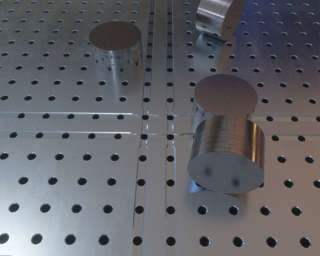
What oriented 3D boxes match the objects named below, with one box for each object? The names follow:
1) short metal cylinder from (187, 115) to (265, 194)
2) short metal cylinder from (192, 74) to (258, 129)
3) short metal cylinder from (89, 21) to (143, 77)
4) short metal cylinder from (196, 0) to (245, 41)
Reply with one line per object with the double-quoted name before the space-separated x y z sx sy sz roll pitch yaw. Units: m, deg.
"short metal cylinder" 0.075 0.031 0.346 0.080 0.080 0.050 10 51 8
"short metal cylinder" 0.084 -0.027 0.414 0.081 0.050 0.080 0 50 0
"short metal cylinder" -0.069 -0.128 0.498 0.081 0.050 0.080 0 50 0
"short metal cylinder" 0.105 -0.200 0.540 0.050 0.080 0.080 29 56 22
